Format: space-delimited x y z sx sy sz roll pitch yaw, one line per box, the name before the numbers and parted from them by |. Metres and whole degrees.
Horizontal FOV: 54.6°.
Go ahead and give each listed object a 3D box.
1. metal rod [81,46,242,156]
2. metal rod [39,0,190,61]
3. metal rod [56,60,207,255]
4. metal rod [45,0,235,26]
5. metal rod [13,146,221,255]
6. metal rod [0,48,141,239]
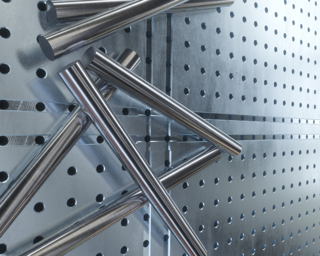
metal rod | 0.026 -0.018 0.409 0.301 0.025 0.025 28 72 -43
metal rod | -0.003 -0.150 0.371 0.302 0.025 0.025 -36 112 -32
metal rod | -0.017 0.057 0.358 0.025 0.025 0.299 -47 120 -30
metal rod | 0.000 -0.163 0.407 0.302 0.025 0.025 -23 105 -38
metal rod | -0.026 0.086 0.386 0.302 0.025 0.025 -23 105 -37
metal rod | -0.110 0.026 0.316 0.025 0.025 0.301 49 61 -29
